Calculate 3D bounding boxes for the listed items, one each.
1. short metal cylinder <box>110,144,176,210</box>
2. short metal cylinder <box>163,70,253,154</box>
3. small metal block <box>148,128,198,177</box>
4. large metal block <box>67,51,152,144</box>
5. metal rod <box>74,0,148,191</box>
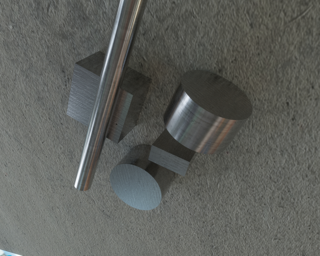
[{"bbox_3d":[-0.024,0.070,0.445,0.080,0.050,0.079,13,124,20],"label":"short metal cylinder"},{"bbox_3d":[0.050,-0.018,0.333,0.080,0.080,0.050,32,128,7],"label":"short metal cylinder"},{"bbox_3d":[0.020,0.028,0.396,0.050,0.050,0.025,24,127,13],"label":"small metal block"},{"bbox_3d":[-0.067,-0.040,0.400,0.080,0.050,0.079,30,128,9],"label":"large metal block"},{"bbox_3d":[-0.064,-0.027,0.357,0.025,0.025,0.298,30,128,8],"label":"metal rod"}]
